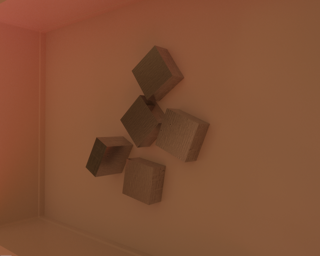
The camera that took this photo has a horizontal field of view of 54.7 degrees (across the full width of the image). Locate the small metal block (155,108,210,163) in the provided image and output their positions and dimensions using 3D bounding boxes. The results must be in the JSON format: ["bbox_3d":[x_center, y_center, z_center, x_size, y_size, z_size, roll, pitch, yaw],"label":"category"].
[{"bbox_3d":[0.027,0.008,0.383,0.050,0.025,0.050,29,108,36],"label":"small metal block"}]

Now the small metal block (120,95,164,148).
[{"bbox_3d":[-0.021,-0.009,0.422,0.050,0.025,0.050,-48,62,29],"label":"small metal block"}]

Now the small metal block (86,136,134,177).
[{"bbox_3d":[-0.073,0.040,0.448,0.025,0.050,0.050,36,112,34],"label":"small metal block"}]

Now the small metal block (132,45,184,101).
[{"bbox_3d":[-0.004,-0.071,0.408,0.050,0.025,0.050,-41,65,32],"label":"small metal block"}]

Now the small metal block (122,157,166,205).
[{"bbox_3d":[-0.022,0.071,0.423,0.050,0.025,0.050,13,98,39],"label":"small metal block"}]
